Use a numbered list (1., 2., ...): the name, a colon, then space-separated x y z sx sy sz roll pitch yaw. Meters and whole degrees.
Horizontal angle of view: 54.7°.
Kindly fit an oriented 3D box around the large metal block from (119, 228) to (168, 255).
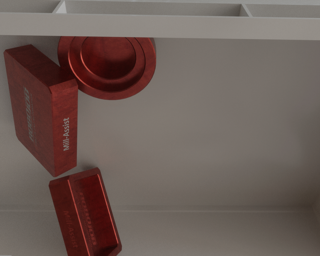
1. large metal block: -0.036 0.247 0.605 0.080 0.050 0.080 -17 129 13

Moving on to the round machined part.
1. round machined part: -0.053 -0.081 0.328 0.099 0.042 0.097 -1 130 0

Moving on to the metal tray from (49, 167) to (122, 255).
1. metal tray: -0.100 0.125 0.429 0.030 0.090 0.129 -18 86 14

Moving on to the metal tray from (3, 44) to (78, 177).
1. metal tray: -0.134 -0.017 0.354 0.090 0.030 0.129 37 135 26
